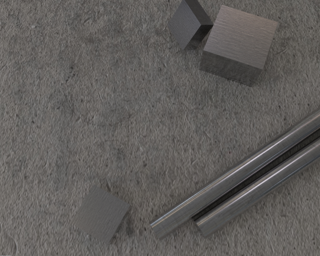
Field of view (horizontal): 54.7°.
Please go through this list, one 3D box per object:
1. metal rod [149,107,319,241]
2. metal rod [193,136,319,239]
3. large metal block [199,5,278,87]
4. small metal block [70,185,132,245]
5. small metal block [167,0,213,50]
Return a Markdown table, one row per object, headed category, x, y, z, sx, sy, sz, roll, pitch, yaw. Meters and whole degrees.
| category | x | y | z | sx | sy | sz | roll | pitch | yaw |
| --- | --- | --- | --- | --- | --- | --- | --- | --- | --- |
| metal rod | 0.120 | 0.044 | 0.392 | 0.301 | 0.025 | 0.025 | -31 | 73 | -11 |
| metal rod | 0.174 | 0.045 | 0.393 | 0.301 | 0.025 | 0.025 | -31 | 73 | -11 |
| large metal block | 0.109 | -0.115 | 0.438 | 0.080 | 0.050 | 0.080 | 20 | 71 | 7 |
| small metal block | -0.069 | 0.103 | 0.370 | 0.050 | 0.025 | 0.050 | 27 | 72 | 9 |
| small metal block | 0.043 | -0.149 | 0.447 | 0.025 | 0.050 | 0.050 | -15 | 68 | -36 |
